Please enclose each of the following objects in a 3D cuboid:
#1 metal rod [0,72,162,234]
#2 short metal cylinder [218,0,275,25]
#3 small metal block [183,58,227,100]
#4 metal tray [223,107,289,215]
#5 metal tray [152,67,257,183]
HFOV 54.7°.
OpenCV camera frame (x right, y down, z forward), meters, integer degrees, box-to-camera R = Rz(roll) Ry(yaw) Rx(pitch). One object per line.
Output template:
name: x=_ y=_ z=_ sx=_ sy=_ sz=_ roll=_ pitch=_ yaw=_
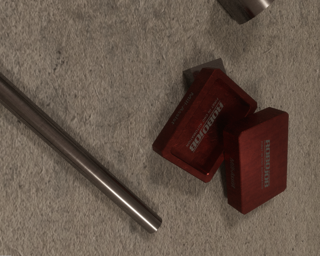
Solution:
metal rod: x=-0.108 y=0.025 z=0.369 sx=0.300 sy=0.025 sz=0.025 roll=45 pitch=76 yaw=-15
short metal cylinder: x=0.125 y=-0.191 z=0.427 sx=0.050 sy=0.080 sz=0.080 roll=44 pitch=76 yaw=-15
small metal block: x=0.067 y=-0.065 z=0.435 sx=0.050 sy=0.025 sz=0.050 roll=-22 pitch=98 yaw=-19
metal tray: x=0.135 y=0.045 z=0.431 sx=0.091 sy=0.030 sz=0.129 roll=-21 pitch=117 yaw=-25
metal tray: x=0.061 y=-0.003 z=0.410 sx=0.090 sy=0.030 sz=0.130 roll=34 pitch=87 yaw=-29
